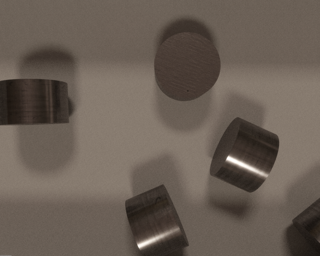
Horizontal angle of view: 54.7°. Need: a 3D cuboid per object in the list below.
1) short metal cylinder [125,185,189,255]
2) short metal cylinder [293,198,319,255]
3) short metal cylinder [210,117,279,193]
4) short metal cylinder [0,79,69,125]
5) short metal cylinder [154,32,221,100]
[{"bbox_3d":[-0.003,0.117,0.384,0.050,0.080,0.080,-24,90,0],"label":"short metal cylinder"},{"bbox_3d":[0.215,0.132,0.387,0.050,0.080,0.080,-39,91,0],"label":"short metal cylinder"},{"bbox_3d":[0.103,0.033,0.385,0.050,0.080,0.080,25,90,-1],"label":"short metal cylinder"},{"bbox_3d":[-0.155,-0.030,0.382,0.081,0.080,0.050,-2,90,-1],"label":"short metal cylinder"},{"bbox_3d":[0.033,-0.076,0.399,0.081,0.050,0.079,0,90,-1],"label":"short metal cylinder"}]
